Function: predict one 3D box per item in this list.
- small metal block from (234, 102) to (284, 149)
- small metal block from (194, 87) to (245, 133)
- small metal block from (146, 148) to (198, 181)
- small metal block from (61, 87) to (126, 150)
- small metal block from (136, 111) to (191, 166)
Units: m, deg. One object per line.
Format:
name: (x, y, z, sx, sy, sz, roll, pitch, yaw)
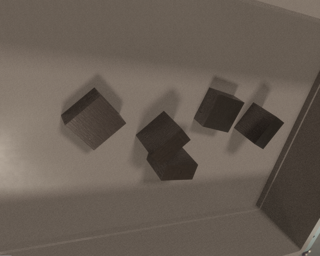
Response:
small metal block: (0.151, -0.004, 0.475, 0.025, 0.050, 0.050, 27, 103, -38)
small metal block: (0.084, -0.025, 0.442, 0.050, 0.025, 0.050, 12, 112, -34)
small metal block: (0.016, 0.048, 0.433, 0.050, 0.050, 0.025, 4, 117, -31)
small metal block: (-0.077, -0.010, 0.362, 0.050, 0.025, 0.050, -40, 130, -1)
small metal block: (0.003, 0.012, 0.404, 0.050, 0.050, 0.025, -41, 130, -1)
